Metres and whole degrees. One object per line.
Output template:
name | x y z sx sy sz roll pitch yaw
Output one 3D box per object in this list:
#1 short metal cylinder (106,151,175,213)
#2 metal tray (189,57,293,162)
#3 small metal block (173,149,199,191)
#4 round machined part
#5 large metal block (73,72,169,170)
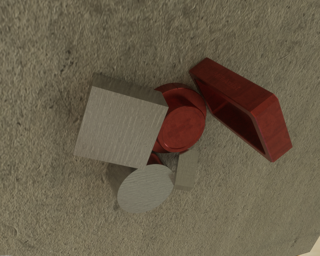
short metal cylinder | -0.027 0.068 0.421 0.081 0.050 0.079 -14 125 -21
metal tray | 0.094 -0.025 0.377 0.030 0.130 0.090 -38 130 -3
small metal block | 0.035 0.060 0.436 0.025 0.050 0.050 9 162 1
round machined part | 0.020 -0.007 0.406 0.099 0.042 0.097 -14 125 -21
large metal block | -0.046 -0.007 0.348 0.081 0.050 0.079 15 112 -16
